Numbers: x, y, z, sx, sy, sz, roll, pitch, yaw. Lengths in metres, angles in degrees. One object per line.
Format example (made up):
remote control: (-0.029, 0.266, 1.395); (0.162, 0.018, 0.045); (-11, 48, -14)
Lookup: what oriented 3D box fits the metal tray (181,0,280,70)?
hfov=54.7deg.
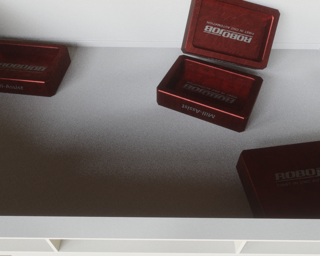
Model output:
metal tray: (0.106, -0.145, 0.469); (0.131, 0.089, 0.030); (10, 9, -10)

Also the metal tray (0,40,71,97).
metal tray: (-0.216, -0.094, 0.478); (0.131, 0.030, 0.090); (6, 50, 4)

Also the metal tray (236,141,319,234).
metal tray: (0.164, 0.062, 0.352); (0.131, 0.030, 0.090); (-6, 50, -6)

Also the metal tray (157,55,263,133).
metal tray: (0.072, -0.054, 0.447); (0.130, 0.030, 0.090); (20, 53, 15)
